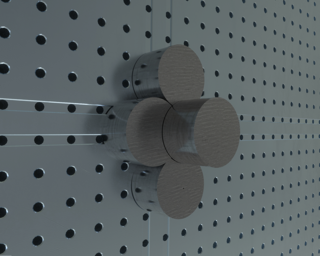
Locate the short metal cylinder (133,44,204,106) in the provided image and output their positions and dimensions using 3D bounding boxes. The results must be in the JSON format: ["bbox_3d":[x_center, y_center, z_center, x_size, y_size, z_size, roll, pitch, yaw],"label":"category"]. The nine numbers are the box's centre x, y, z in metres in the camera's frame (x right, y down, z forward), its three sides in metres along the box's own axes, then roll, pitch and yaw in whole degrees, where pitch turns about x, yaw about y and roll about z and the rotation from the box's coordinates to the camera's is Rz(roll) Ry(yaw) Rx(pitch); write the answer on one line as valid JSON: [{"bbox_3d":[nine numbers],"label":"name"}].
[{"bbox_3d":[0.012,-0.063,0.402,0.081,0.050,0.079,0,90,-41],"label":"short metal cylinder"}]

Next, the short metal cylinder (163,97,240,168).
[{"bbox_3d":[0.050,0.005,0.368,0.081,0.050,0.079,0,90,-40],"label":"short metal cylinder"}]

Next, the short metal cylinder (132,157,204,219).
[{"bbox_3d":[0.011,0.073,0.401,0.081,0.050,0.080,2,87,-40],"label":"short metal cylinder"}]

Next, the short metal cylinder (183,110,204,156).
[{"bbox_3d":[0.045,0.005,0.429,0.081,0.050,0.079,0,90,-40],"label":"short metal cylinder"}]

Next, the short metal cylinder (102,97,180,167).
[{"bbox_3d":[-0.021,0.004,0.374,0.081,0.050,0.079,0,90,-40],"label":"short metal cylinder"}]
